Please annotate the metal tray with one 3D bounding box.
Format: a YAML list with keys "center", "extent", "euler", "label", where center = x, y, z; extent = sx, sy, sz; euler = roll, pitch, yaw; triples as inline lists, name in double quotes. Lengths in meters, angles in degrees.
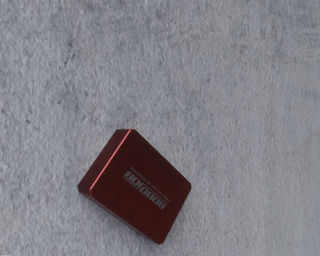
- center: [-0.024, 0.073, 0.383]
  extent: [0.130, 0.030, 0.090]
  euler: [46, 62, -30]
  label: "metal tray"
